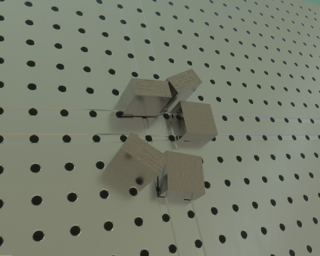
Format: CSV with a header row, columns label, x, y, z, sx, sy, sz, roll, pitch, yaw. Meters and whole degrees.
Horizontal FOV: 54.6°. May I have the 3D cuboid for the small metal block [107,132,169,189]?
label,x,y,z,sx,sy,sz,roll,pitch,yaw
small metal block,-0.026,0.039,0.354,0.050,0.050,0.025,35,51,-5

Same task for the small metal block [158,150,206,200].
label,x,y,z,sx,sy,sz,roll,pitch,yaw
small metal block,0.026,0.059,0.386,0.050,0.025,0.050,12,57,-22

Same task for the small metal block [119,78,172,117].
label,x,y,z,sx,sy,sz,roll,pitch,yaw
small metal block,-0.020,-0.038,0.404,0.050,0.050,0.025,0,62,-28

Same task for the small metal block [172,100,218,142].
label,x,y,z,sx,sy,sz,roll,pitch,yaw
small metal block,0.049,-0.009,0.439,0.050,0.025,0.050,4,60,-26

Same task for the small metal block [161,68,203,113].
label,x,y,z,sx,sy,sz,roll,pitch,yaw
small metal block,0.024,-0.053,0.437,0.050,0.050,0.025,-27,77,-37
